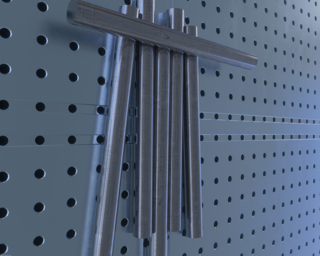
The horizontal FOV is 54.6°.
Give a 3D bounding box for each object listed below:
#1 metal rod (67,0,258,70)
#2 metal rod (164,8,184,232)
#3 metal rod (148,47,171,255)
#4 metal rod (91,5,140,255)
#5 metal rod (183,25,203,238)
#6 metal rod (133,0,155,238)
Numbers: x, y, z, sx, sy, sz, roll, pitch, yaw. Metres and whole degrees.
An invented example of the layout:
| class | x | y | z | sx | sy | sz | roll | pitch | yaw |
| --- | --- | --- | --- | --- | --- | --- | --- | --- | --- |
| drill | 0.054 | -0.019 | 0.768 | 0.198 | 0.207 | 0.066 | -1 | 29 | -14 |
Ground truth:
| class | x | y | z | sx | sy | sz | roll | pitch | yaw |
| --- | --- | --- | --- | --- | --- | --- | --- | --- | --- |
| metal rod | 0.030 | -0.110 | 0.400 | 0.302 | 0.025 | 0.025 | 2 | 89 | -40 |
| metal rod | 0.019 | -0.011 | 0.425 | 0.025 | 0.025 | 0.298 | 1 | 89 | -40 |
| metal rod | -0.001 | 0.042 | 0.407 | 0.025 | 0.025 | 0.298 | 1 | 90 | -40 |
| metal rod | -0.052 | 0.005 | 0.363 | 0.025 | 0.025 | 0.299 | 10 | 84 | -40 |
| metal rod | 0.045 | 0.007 | 0.446 | 0.025 | 0.025 | 0.298 | -3 | 92 | -40 |
| metal rod | -0.020 | -0.014 | 0.391 | 0.025 | 0.025 | 0.298 | 1 | 90 | -40 |
